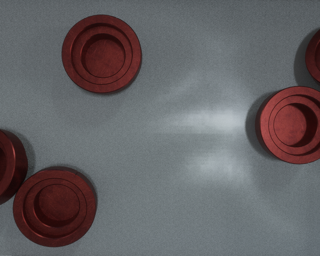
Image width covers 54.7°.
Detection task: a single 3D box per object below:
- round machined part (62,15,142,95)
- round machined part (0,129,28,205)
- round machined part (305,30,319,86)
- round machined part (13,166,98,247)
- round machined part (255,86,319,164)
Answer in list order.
[{"bbox_3d":[-0.072,-0.092,0.402,0.099,0.042,0.097,0,90,0],"label":"round machined part"},{"bbox_3d":[-0.209,0.050,0.391,0.098,0.042,0.098,-3,78,16],"label":"round machined part"},{"bbox_3d":[0.239,-0.088,0.388,0.098,0.042,0.098,-11,70,34],"label":"round machined part"},{"bbox_3d":[-0.130,0.097,0.398,0.099,0.042,0.097,0,94,-6],"label":"round machined part"},{"bbox_3d":[0.173,-0.004,0.404,0.099,0.042,0.097,0,90,0],"label":"round machined part"}]
